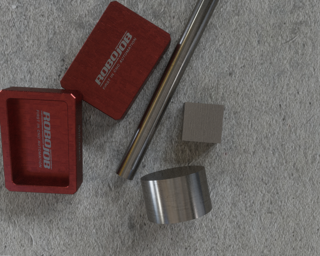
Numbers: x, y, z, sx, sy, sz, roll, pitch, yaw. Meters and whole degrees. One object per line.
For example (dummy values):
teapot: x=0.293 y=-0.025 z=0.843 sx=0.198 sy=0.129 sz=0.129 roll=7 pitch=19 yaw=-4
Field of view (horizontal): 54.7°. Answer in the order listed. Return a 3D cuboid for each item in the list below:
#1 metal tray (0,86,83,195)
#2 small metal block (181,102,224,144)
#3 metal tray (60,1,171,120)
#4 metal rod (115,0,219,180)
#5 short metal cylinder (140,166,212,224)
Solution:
metal tray: x=-0.146 y=0.016 z=0.389 sx=0.091 sy=0.030 sz=0.129 roll=3 pitch=105 yaw=0
small metal block: x=0.055 y=-0.007 z=0.411 sx=0.050 sy=0.025 sz=0.050 roll=5 pitch=90 yaw=-1
metal tray: x=-0.056 y=-0.086 z=0.407 sx=0.090 sy=0.030 sz=0.130 roll=32 pitch=90 yaw=-1
metal rod: x=0.017 y=-0.071 z=0.410 sx=0.025 sy=0.025 sz=0.299 roll=26 pitch=90 yaw=-1
short metal cylinder: x=0.020 y=0.080 z=0.383 sx=0.080 sy=0.080 sz=0.050 roll=-10 pitch=90 yaw=0
